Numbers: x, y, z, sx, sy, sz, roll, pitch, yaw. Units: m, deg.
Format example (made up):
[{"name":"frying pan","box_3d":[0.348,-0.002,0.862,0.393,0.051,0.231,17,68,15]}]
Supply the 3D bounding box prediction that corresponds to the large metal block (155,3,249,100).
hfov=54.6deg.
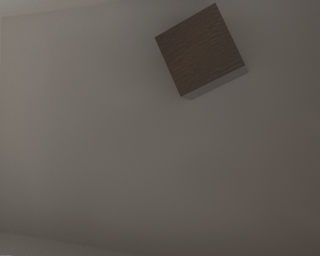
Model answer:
[{"name":"large metal block","box_3d":[0.052,-0.089,0.379,0.080,0.050,0.080,-25,82,18]}]
